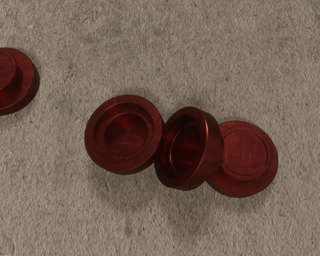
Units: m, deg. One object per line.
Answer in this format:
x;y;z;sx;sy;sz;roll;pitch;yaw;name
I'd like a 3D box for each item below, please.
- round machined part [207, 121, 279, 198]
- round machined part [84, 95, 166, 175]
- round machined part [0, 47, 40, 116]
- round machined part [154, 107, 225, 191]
0.099;0.036;0.387;0.099;0.042;0.098;0;70;-1;round machined part
-0.040;0.011;0.387;0.098;0.042;0.098;-5;68;12;round machined part
-0.221;-0.069;0.422;0.099;0.042;0.098;0;70;-1;round machined part
0.038;0.027;0.370;0.042;0.098;0.098;20;67;-31;round machined part
